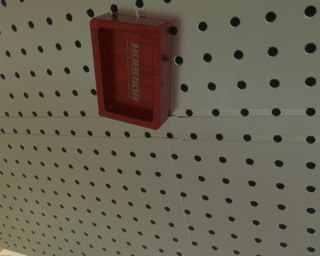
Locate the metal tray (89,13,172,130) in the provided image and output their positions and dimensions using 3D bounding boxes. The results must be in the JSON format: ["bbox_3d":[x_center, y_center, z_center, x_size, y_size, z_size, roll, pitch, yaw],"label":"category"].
[{"bbox_3d":[-0.035,-0.068,0.382,0.090,0.030,0.129,14,124,20],"label":"metal tray"}]
